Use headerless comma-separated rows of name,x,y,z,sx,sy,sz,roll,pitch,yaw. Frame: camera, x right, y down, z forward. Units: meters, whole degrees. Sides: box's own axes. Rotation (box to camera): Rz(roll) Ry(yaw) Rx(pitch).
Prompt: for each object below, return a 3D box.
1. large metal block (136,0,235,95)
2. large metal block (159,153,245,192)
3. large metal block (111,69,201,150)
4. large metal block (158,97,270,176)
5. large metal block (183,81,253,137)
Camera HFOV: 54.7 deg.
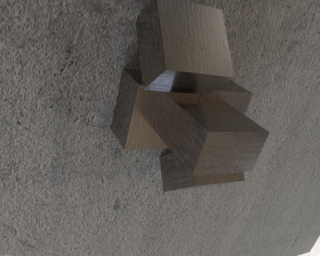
large metal block,0.025,-0.084,0.328,0.081,0.050,0.080,1,74,-29
large metal block,0.056,0.057,0.432,0.081,0.080,0.050,0,75,-29
large metal block,-0.007,-0.022,0.374,0.081,0.050,0.079,1,118,-29
large metal block,0.056,0.007,0.345,0.081,0.080,0.050,1,118,-29
large metal block,0.065,-0.022,0.414,0.081,0.050,0.079,1,118,-29
